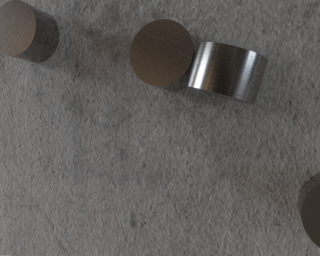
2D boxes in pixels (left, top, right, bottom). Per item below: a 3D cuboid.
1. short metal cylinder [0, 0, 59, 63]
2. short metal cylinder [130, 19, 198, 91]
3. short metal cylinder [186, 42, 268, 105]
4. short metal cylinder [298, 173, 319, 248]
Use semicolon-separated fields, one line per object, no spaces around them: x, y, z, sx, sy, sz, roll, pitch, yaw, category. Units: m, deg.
-0.201;-0.143;0.465;0.080;0.050;0.079;0;90;19;short metal cylinder
0.009;-0.089;0.391;0.080;0.050;0.079;0;90;20;short metal cylinder
0.075;-0.061;0.353;0.080;0.080;0.050;17;96;19;short metal cylinder
0.192;0.088;0.328;0.080;0.050;0.079;0;90;19;short metal cylinder
